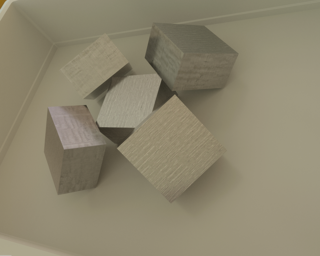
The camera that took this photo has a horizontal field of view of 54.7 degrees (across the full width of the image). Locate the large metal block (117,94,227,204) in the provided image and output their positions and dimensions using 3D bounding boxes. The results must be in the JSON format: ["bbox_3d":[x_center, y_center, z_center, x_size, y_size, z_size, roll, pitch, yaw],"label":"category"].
[{"bbox_3d":[0.011,0.021,0.341,0.080,0.050,0.080,-43,96,-3],"label":"large metal block"}]

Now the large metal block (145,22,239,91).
[{"bbox_3d":[0.038,-0.093,0.398,0.081,0.050,0.080,-7,43,-29],"label":"large metal block"}]

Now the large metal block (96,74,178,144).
[{"bbox_3d":[-0.030,-0.024,0.417,0.080,0.050,0.080,1,62,28],"label":"large metal block"}]

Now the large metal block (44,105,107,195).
[{"bbox_3d":[-0.114,0.027,0.405,0.080,0.050,0.079,55,138,39],"label":"large metal block"}]

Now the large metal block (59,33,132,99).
[{"bbox_3d":[-0.090,-0.087,0.459,0.080,0.080,0.050,-39,94,2],"label":"large metal block"}]
